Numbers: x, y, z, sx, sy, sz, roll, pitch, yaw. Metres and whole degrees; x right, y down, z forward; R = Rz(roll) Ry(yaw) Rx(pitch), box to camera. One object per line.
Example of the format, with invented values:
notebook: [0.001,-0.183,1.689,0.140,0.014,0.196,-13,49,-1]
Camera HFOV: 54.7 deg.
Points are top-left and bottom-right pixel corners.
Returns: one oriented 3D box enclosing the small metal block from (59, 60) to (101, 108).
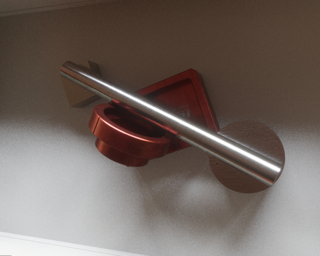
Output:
small metal block: [-0.110,-0.062,0.446,0.050,0.025,0.050,-23,83,18]

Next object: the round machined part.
round machined part: [-0.038,0.011,0.369,0.098,0.098,0.042,29,107,17]

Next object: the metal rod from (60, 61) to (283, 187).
metal rod: [-0.006,-0.016,0.367,0.300,0.025,0.025,28,99,24]

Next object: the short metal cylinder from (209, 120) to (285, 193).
short metal cylinder: [0.101,0.031,0.360,0.080,0.050,0.079,0,90,19]

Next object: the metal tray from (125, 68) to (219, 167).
metal tray: [0.003,-0.011,0.404,0.130,0.030,0.090,-20,84,18]
